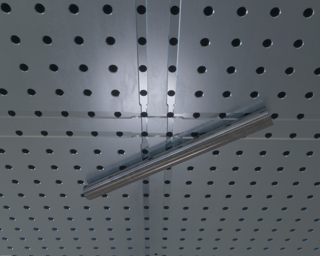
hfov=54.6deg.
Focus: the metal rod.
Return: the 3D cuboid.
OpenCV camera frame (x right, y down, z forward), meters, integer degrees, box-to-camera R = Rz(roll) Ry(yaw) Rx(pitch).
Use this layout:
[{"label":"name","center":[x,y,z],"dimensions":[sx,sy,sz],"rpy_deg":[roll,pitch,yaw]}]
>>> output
[{"label":"metal rod","center":[0.013,0.044,0.448],"dimensions":[0.300,0.025,0.025],"rpy_deg":[-25,126,19]}]
